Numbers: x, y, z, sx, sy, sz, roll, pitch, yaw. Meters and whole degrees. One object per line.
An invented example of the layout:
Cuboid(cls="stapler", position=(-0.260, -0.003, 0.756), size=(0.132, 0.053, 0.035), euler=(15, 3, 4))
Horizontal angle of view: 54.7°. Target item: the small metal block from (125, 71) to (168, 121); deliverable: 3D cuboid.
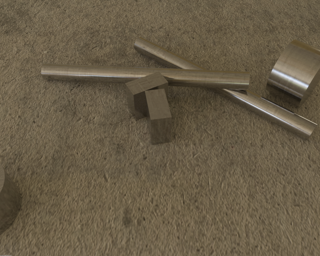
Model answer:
Cuboid(cls="small metal block", position=(-0.017, -0.043, 0.423), size=(0.050, 0.050, 0.025), euler=(-23, 54, -18))

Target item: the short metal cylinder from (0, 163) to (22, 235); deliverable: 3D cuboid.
Cuboid(cls="short metal cylinder", position=(-0.195, 0.074, 0.323), size=(0.081, 0.050, 0.080), euler=(0, 50, 0))

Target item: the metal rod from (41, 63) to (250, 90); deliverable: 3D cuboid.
Cuboid(cls="metal rod", position=(-0.027, -0.075, 0.448), size=(0.301, 0.025, 0.025), euler=(4, 50, 10))

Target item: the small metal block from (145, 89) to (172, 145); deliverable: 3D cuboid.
Cuboid(cls="small metal block", position=(-0.003, -0.014, 0.399), size=(0.025, 0.050, 0.050), euler=(-8, 51, -6))

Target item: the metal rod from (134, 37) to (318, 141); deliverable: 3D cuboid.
Cuboid(cls="metal rod", position=(0.081, -0.068, 0.460), size=(0.300, 0.025, 0.025), euler=(32, 57, 24))

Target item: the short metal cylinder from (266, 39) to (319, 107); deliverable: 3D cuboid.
Cuboid(cls="short metal cylinder", position=(0.193, -0.076, 0.433), size=(0.050, 0.080, 0.080), euler=(34, 58, 25))
